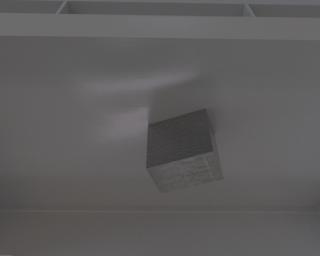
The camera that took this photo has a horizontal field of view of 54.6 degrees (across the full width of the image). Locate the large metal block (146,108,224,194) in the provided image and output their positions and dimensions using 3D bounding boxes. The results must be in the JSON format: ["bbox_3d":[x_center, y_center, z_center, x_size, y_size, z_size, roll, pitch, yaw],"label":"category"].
[{"bbox_3d":[0.030,0.028,0.397,0.080,0.080,0.050,-16,128,13],"label":"large metal block"}]
